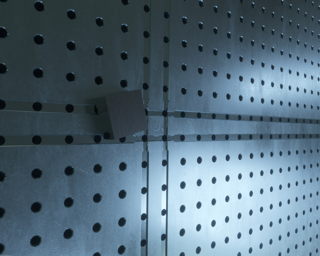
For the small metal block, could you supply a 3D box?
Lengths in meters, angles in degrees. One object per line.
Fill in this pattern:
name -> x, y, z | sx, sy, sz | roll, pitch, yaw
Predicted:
small metal block -> -0.045, -0.017, 0.373 | 0.050, 0.025, 0.050 | -19, 102, -39
